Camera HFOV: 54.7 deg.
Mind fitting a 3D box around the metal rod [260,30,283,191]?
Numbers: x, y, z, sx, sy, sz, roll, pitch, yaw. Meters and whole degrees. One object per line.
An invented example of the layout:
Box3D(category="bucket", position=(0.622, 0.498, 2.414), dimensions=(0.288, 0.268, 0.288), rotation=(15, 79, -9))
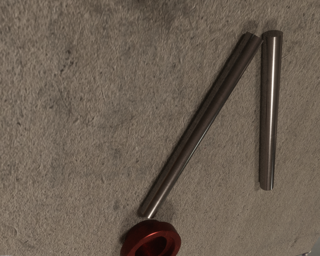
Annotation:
Box3D(category="metal rod", position=(0.177, -0.008, 0.501), dimensions=(0.025, 0.025, 0.298), rotation=(-23, 127, -15))

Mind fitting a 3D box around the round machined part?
Box3D(category="round machined part", position=(-0.019, 0.189, 0.505), dimensions=(0.099, 0.042, 0.097), rotation=(-14, 125, -21))

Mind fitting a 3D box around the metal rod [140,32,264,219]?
Box3D(category="metal rod", position=(0.052, 0.006, 0.440), dimensions=(0.025, 0.025, 0.298), rotation=(19, 108, -36))
